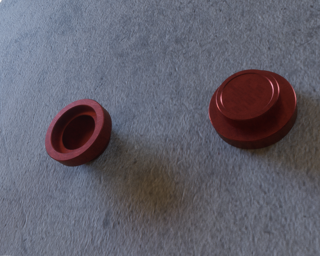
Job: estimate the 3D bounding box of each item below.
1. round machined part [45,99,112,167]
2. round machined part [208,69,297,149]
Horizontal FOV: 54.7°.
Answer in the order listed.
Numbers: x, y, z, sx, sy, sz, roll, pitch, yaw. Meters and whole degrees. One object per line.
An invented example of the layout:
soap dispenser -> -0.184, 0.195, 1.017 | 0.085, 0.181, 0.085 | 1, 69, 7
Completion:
round machined part -> -0.111, 0.010, 0.443 | 0.098, 0.042, 0.098 | -13, 56, 20
round machined part -> 0.103, -0.028, 0.356 | 0.098, 0.042, 0.098 | -13, 56, 20
